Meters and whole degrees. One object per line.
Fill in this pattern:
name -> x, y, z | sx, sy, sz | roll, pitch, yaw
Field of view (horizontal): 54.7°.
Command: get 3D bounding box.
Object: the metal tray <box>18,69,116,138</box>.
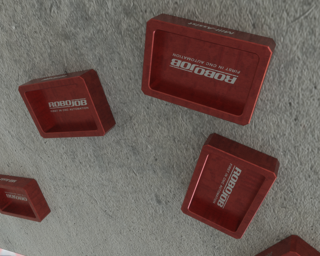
metal tray -> -0.138, -0.032, 0.456 | 0.130, 0.030, 0.090 | -3, 117, 29

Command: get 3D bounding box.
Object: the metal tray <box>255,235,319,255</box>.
metal tray -> 0.180, 0.215, 0.441 | 0.090, 0.030, 0.129 | 38, 129, 2

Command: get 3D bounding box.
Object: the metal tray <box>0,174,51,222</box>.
metal tray -> -0.302, 0.146, 0.653 | 0.130, 0.030, 0.089 | 1, 119, 27

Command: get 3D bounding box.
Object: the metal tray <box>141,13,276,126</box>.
metal tray -> 0.047, -0.064, 0.338 | 0.130, 0.030, 0.089 | 19, 126, 17

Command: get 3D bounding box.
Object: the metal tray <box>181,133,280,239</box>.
metal tray -> 0.087, 0.079, 0.406 | 0.090, 0.030, 0.129 | 23, 127, 14
